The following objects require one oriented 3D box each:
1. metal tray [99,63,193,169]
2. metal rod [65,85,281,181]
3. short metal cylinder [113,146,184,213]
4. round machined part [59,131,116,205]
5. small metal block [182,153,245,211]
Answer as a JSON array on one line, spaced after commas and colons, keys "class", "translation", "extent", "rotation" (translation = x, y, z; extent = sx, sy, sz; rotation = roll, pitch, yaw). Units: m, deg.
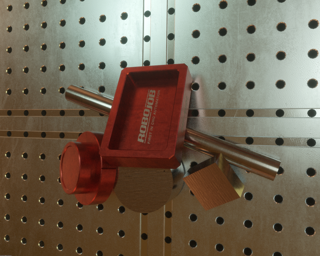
[{"class": "metal tray", "translation": [-0.014, -0.017, 0.379], "extent": [0.090, 0.030, 0.130], "rotation": [0, 61, 19]}, {"class": "metal rod", "translation": [0.003, -0.001, 0.407], "extent": [0.301, 0.025, 0.025], "rotation": [21, 97, 18]}, {"class": "short metal cylinder", "translation": [-0.014, 0.064, 0.400], "extent": [0.080, 0.050, 0.079], "rotation": [0, 90, 20]}, {"class": "round machined part", "translation": [-0.100, 0.052, 0.410], "extent": [0.098, 0.042, 0.097], "rotation": [-9, 78, 52]}, {"class": "small metal block", "translation": [0.064, 0.065, 0.374], "extent": [0.050, 0.025, 0.050], "rotation": [-33, 95, 33]}]
